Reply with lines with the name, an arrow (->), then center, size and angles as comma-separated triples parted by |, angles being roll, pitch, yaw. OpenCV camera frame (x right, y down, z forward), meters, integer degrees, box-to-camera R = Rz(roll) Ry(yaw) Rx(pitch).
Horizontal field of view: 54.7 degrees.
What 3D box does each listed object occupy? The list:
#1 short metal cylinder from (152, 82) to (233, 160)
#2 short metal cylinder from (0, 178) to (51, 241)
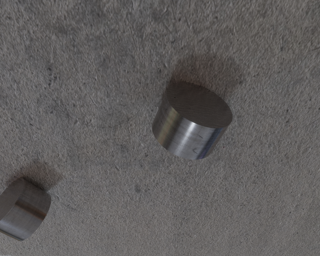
short metal cylinder -> 0.037, -0.010, 0.363 | 0.081, 0.080, 0.050 | 15, 129, -13
short metal cylinder -> -0.215, 0.124, 0.475 | 0.080, 0.080, 0.050 | -31, 124, 24
